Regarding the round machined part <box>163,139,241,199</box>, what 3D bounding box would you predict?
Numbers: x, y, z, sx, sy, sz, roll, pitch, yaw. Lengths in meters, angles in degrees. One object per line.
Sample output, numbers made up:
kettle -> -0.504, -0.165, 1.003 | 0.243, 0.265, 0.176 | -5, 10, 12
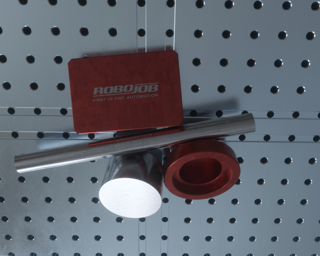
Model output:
round machined part -> 0.053, 0.049, 0.411 | 0.099, 0.042, 0.097 | -3, 132, -3

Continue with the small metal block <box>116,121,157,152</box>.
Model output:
small metal block -> -0.036, 0.015, 0.427 | 0.050, 0.025, 0.050 | 17, 109, -7

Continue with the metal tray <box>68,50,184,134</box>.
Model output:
metal tray -> -0.040, -0.043, 0.380 | 0.131, 0.030, 0.089 | -5, 92, 0

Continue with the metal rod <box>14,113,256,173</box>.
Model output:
metal rod -> -0.033, 0.020, 0.393 | 0.302, 0.025, 0.025 | -10, 110, 3

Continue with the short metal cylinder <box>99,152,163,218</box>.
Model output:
short metal cylinder -> -0.036, 0.076, 0.415 | 0.080, 0.050, 0.079 | 3, 129, 4
